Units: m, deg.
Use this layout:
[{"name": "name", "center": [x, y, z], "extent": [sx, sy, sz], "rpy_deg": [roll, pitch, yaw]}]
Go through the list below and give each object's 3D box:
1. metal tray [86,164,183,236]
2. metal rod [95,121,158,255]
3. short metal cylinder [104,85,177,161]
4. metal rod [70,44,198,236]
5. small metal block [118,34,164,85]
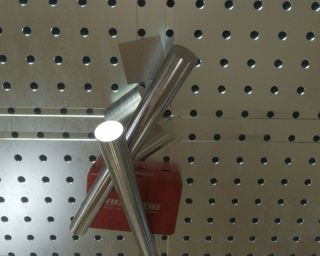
[{"name": "metal tray", "center": [-0.039, 0.105, 0.449], "extent": [0.131, 0.030, 0.089], "rpy_deg": [7, 110, -3]}, {"name": "metal rod", "center": [-0.030, 0.104, 0.379], "extent": [0.025, 0.025, 0.298], "rpy_deg": [-6, 136, 2]}, {"name": "short metal cylinder", "center": [-0.023, -0.006, 0.382], "extent": [0.050, 0.080, 0.080], "rpy_deg": [-35, 107, 11]}, {"name": "metal rod", "center": [-0.046, 0.038, 0.345], "extent": [0.025, 0.025, 0.298], "rpy_deg": [27, 126, -10]}, {"name": "small metal block", "center": [-0.020, -0.085, 0.382], "extent": [0.050, 0.025, 0.050], "rpy_deg": [-10, 110, 3]}]
